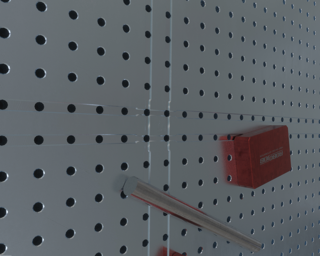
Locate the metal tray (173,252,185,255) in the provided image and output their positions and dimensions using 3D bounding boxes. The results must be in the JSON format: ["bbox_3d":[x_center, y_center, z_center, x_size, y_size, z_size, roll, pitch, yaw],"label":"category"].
[{"bbox_3d":[0.029,0.254,0.430,0.090,0.030,0.130,43,64,-31],"label":"metal tray"}]

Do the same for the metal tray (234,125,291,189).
[{"bbox_3d":[0.191,0.049,0.566,0.131,0.030,0.089,-13,98,-39],"label":"metal tray"}]

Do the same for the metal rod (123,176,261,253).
[{"bbox_3d":[0.066,0.140,0.464,0.301,0.025,0.025,34,69,-35],"label":"metal rod"}]
